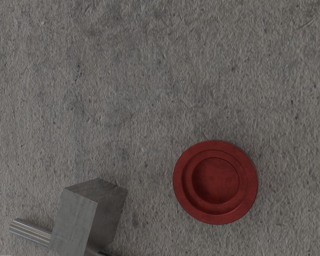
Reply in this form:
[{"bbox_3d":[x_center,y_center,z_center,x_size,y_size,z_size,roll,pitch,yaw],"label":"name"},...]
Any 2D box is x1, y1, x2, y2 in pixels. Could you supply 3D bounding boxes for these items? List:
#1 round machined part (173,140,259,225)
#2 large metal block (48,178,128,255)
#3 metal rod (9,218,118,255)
[{"bbox_3d":[0.069,0.063,0.376,0.098,0.042,0.097,0,90,20],"label":"round machined part"},{"bbox_3d":[-0.093,0.118,0.412,0.050,0.080,0.080,18,96,19],"label":"large metal block"},{"bbox_3d":[-0.089,0.185,0.440,0.301,0.025,0.025,12,94,19],"label":"metal rod"}]
